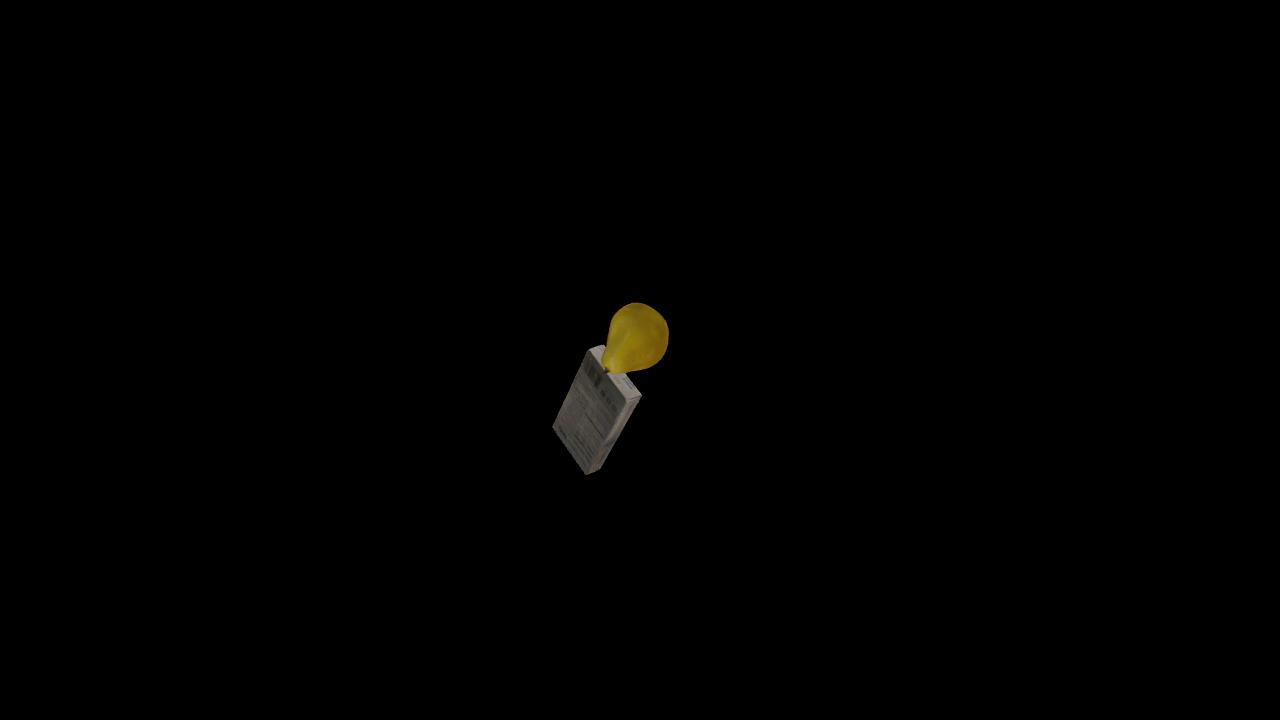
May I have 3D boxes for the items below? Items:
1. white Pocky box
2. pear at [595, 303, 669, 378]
[{"bbox_3d":[-0.055,0.063,0.735,0.028,0.084,0.154,-18,-31,-39],"label":"white Pocky box"},{"bbox_3d":[-0.014,-0.010,0.705,0.080,0.111,0.080,28,-26,15],"label":"pear"}]
